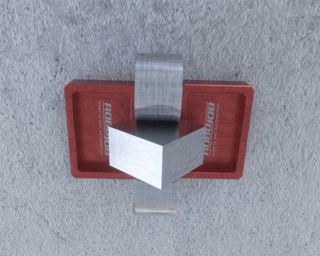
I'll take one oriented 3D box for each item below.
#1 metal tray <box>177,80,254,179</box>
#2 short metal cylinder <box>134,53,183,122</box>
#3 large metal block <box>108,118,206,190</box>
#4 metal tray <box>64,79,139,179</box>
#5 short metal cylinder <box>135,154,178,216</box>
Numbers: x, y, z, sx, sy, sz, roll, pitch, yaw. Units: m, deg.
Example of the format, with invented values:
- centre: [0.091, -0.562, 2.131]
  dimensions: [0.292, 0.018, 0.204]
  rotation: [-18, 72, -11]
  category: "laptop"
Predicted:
- centre: [0.068, 0.004, 0.411]
  dimensions: [0.091, 0.030, 0.129]
  rotation: [1, 110, -1]
  category: "metal tray"
- centre: [-0.002, -0.047, 0.364]
  dimensions: [0.050, 0.080, 0.079]
  rotation: [2, 110, -1]
  category: "short metal cylinder"
- centre: [-0.003, 0.021, 0.367]
  dimensions: [0.080, 0.081, 0.050]
  rotation: [18, 116, 36]
  category: "large metal block"
- centre: [-0.073, 0.003, 0.409]
  dimensions: [0.091, 0.030, 0.129]
  rotation: [1, 110, -1]
  category: "metal tray"
- centre: [-0.005, 0.075, 0.409]
  dimensions: [0.050, 0.080, 0.079]
  rotation: [2, 110, -1]
  category: "short metal cylinder"
